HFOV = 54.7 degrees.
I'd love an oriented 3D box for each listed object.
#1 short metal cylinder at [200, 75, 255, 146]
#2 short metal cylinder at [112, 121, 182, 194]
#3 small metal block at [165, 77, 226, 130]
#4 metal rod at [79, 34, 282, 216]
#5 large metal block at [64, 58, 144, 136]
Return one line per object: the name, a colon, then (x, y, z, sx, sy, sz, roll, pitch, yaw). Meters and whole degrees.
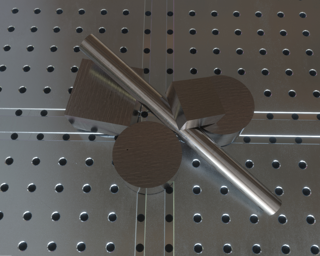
short metal cylinder: (0.076, -0.021, 0.403, 0.081, 0.050, 0.080, 0, 70, 0)
short metal cylinder: (-0.015, 0.038, 0.381, 0.081, 0.050, 0.080, 0, 70, 0)
small metal block: (0.040, -0.029, 0.358, 0.050, 0.025, 0.050, -11, 69, -23)
metal rod: (0.025, -0.003, 0.372, 0.300, 0.025, 0.025, 41, 75, -1)
large metal block: (-0.068, -0.037, 0.406, 0.080, 0.050, 0.080, 10, 70, 3)
